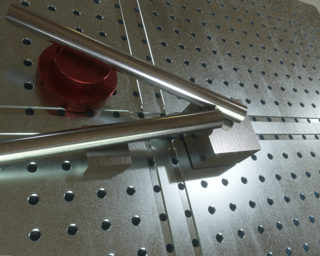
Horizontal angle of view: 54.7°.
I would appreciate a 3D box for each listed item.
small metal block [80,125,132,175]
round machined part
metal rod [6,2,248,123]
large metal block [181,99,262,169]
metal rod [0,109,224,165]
[{"bbox_3d":[-0.065,0.024,0.360,0.050,0.025,0.050,0,62,-29],"label":"small metal block"},{"bbox_3d":[-0.100,-0.072,0.388,0.099,0.042,0.098,14,56,-21],"label":"round machined part"},{"bbox_3d":[-0.029,-0.073,0.376,0.302,0.025,0.025,22,53,-12],"label":"metal rod"},{"bbox_3d":[0.081,0.006,0.430,0.081,0.050,0.080,-2,63,-30],"label":"large metal block"},{"bbox_3d":[-0.067,0.010,0.332,0.303,0.025,0.025,-9,66,-21],"label":"metal rod"}]
